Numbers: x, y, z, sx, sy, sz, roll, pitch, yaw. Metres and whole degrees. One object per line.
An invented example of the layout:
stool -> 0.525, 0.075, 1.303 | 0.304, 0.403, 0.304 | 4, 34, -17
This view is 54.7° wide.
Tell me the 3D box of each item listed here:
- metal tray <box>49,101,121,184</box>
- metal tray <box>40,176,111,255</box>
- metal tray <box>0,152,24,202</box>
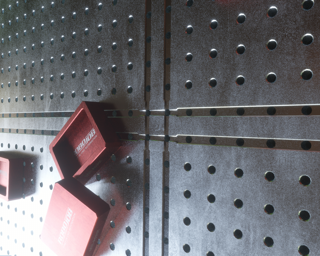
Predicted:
metal tray -> -0.127, 0.029, 0.508 | 0.129, 0.030, 0.090 | -45, 63, 30
metal tray -> -0.139, 0.153, 0.496 | 0.090, 0.030, 0.129 | 32, 116, 20
metal tray -> -0.353, 0.104, 0.692 | 0.130, 0.030, 0.089 | 5, 93, 39
